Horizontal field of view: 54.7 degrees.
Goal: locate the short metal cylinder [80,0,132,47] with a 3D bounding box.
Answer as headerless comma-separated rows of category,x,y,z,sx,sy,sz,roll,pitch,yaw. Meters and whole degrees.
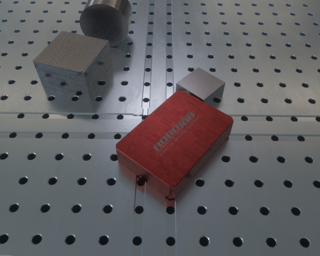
short metal cylinder,-0.090,-0.187,0.528,0.080,0.080,0.050,4,50,3

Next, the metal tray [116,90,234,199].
metal tray,0.021,0.014,0.392,0.090,0.030,0.131,32,57,24

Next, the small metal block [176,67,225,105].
small metal block,0.059,-0.057,0.456,0.050,0.025,0.050,36,59,26

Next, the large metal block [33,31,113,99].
large metal block,-0.129,-0.098,0.473,0.080,0.050,0.080,15,52,12
